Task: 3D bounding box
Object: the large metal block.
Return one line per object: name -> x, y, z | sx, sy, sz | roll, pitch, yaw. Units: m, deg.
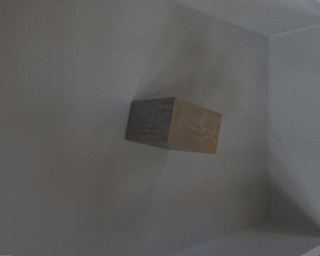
large metal block -> 0.016, -0.001, 0.383 | 0.081, 0.080, 0.050 | 16, 80, -39
